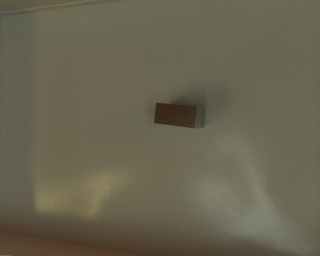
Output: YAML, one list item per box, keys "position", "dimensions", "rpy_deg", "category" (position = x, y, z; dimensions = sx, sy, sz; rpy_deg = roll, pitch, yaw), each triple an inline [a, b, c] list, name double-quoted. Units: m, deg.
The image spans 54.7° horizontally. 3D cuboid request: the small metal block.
- position: [0.026, -0.015, 0.387]
  dimensions: [0.050, 0.050, 0.025]
  rpy_deg: [8, 93, 19]
  category: "small metal block"
